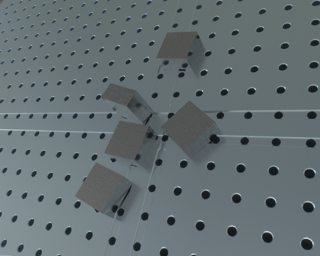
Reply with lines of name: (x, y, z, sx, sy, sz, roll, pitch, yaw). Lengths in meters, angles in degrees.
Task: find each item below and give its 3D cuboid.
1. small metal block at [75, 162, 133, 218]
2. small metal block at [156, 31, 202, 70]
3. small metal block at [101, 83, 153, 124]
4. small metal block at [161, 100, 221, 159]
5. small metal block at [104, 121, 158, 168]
small metal block: (-0.072, 0.079, 0.396, 0.050, 0.025, 0.050, 19, 72, 35)
small metal block: (0.029, -0.116, 0.463, 0.050, 0.025, 0.050, 8, 66, 31)
small metal block: (-0.046, -0.034, 0.435, 0.050, 0.050, 0.025, 20, 73, 35)
small metal block: (0.038, 0.002, 0.386, 0.050, 0.025, 0.050, -42, 51, -2)
small metal block: (-0.039, 0.021, 0.414, 0.050, 0.025, 0.050, 10, 66, 32)
